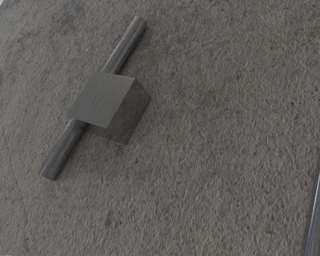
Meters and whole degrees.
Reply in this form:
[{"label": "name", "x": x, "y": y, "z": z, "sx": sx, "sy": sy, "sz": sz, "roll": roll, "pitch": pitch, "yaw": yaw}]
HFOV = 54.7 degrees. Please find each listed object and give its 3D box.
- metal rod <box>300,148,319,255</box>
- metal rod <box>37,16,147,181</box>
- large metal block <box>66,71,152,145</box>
[{"label": "metal rod", "x": 0.153, "y": 0.064, "z": 0.284, "sx": 0.025, "sy": 0.025, "sz": 0.300, "roll": 9, "pitch": 66, "yaw": 32}, {"label": "metal rod", "x": -0.099, "y": -0.056, "z": 0.490, "sx": 0.025, "sy": 0.025, "sz": 0.300, "roll": 16, "pitch": 70, "yaw": 34}, {"label": "large metal block", "x": -0.072, "y": -0.030, "z": 0.444, "sx": 0.080, "sy": 0.050, "sz": 0.080, "roll": 15, "pitch": 69, "yaw": 34}]
